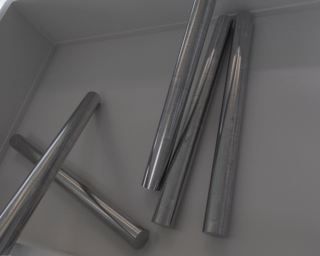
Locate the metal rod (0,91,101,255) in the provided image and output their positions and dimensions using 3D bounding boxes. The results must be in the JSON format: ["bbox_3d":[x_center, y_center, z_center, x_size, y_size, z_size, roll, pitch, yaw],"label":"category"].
[{"bbox_3d":[-0.123,0.031,0.367,0.025,0.025,0.301,-19,27,17],"label":"metal rod"}]

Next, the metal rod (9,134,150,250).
[{"bbox_3d":[-0.130,0.072,0.429,0.300,0.025,0.025,25,75,36],"label":"metal rod"}]

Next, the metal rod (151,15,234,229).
[{"bbox_3d":[0.049,-0.024,0.395,0.025,0.025,0.300,6,64,31],"label":"metal rod"}]

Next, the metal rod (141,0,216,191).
[{"bbox_3d":[0.031,-0.073,0.361,0.025,0.025,0.298,18,94,35],"label":"metal rod"}]

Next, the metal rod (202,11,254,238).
[{"bbox_3d":[0.087,-0.024,0.374,0.025,0.025,0.300,0,61,28],"label":"metal rod"}]
